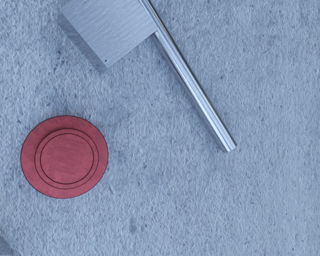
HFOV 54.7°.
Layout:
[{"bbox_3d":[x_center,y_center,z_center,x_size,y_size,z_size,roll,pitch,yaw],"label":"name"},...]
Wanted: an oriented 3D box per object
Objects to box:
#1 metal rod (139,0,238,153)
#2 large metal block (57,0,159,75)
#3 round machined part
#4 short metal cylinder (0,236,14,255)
[{"bbox_3d":[0.020,-0.094,0.417,0.025,0.025,0.299,-37,102,-16],"label":"metal rod"},{"bbox_3d":[-0.063,-0.123,0.373,0.080,0.050,0.080,-43,104,-15],"label":"large metal block"},{"bbox_3d":[-0.109,0.034,0.360,0.099,0.042,0.097,0,90,-21],"label":"round machined part"},{"bbox_3d":[-0.199,0.155,0.323,0.081,0.050,0.079,0,90,-21],"label":"short metal cylinder"}]
